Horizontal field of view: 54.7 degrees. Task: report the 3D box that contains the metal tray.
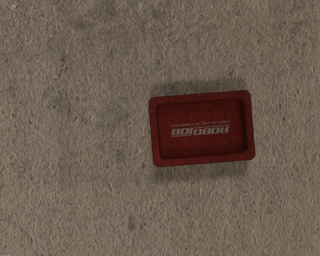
[{"bbox_3d":[0.053,0.001,0.408,0.131,0.030,0.089,-5,90,-1],"label":"metal tray"}]
